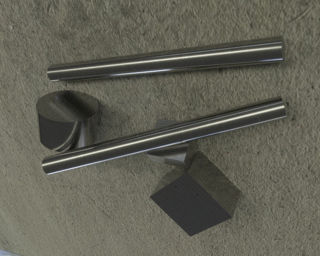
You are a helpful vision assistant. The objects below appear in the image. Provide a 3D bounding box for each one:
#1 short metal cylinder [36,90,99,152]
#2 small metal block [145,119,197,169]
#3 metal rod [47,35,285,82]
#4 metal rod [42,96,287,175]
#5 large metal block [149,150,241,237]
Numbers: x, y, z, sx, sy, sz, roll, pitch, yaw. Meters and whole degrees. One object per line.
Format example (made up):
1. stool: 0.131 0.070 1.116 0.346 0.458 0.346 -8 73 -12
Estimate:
1. short metal cylinder: -0.127 -0.011 0.429 0.080 0.080 0.050 21 126 15
2. small metal block: 0.016 0.019 0.389 0.050 0.050 0.025 9 156 23
3. metal rod: -0.015 -0.076 0.366 0.300 0.025 0.025 0 119 27
4. metal rod: -0.009 0.014 0.369 0.301 0.025 0.025 -15 112 17
5. large metal block: 0.048 0.090 0.420 0.080 0.050 0.080 45 129 -4
